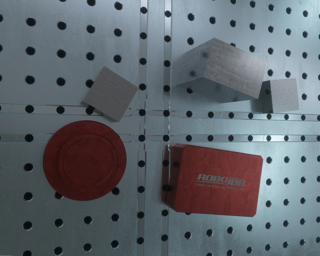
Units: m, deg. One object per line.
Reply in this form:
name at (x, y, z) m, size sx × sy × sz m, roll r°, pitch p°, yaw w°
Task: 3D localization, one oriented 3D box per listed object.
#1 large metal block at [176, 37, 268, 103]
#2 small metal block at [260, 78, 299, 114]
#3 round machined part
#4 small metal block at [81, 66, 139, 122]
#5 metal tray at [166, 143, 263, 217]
large metal block at (0.080, -0.072, 0.414) m, size 0.081 × 0.080 × 0.050 m, roll 18°, pitch 84°, yaw -20°
small metal block at (0.186, -0.050, 0.483) m, size 0.050 × 0.025 × 0.050 m, roll -7°, pitch 93°, yaw -20°
round machined part at (-0.088, 0.039, 0.372) m, size 0.099 × 0.042 × 0.097 m, roll 0°, pitch 90°, yaw -21°
small metal block at (-0.063, -0.041, 0.390) m, size 0.050 × 0.025 × 0.050 m, roll 32°, pitch 80°, yaw -18°
metal tray at (0.080, 0.075, 0.441) m, size 0.131 × 0.030 × 0.089 m, roll 10°, pitch 87°, yaw -20°
